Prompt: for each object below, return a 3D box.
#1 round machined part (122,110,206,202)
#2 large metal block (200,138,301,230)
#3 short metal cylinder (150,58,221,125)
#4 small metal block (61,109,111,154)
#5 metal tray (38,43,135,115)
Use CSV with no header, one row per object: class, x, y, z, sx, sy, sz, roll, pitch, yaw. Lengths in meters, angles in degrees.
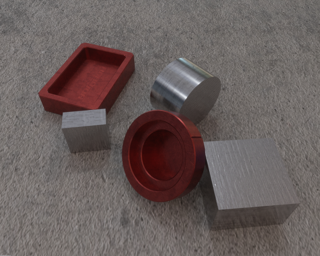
round machined part,0.008,0.030,0.344,0.098,0.097,0.042,44,23,30
large metal block,0.089,0.059,0.336,0.081,0.050,0.080,-3,50,-6
short metal cylinder,0.034,-0.044,0.405,0.080,0.080,0.050,-35,59,-26
small metal block,-0.089,0.004,0.382,0.050,0.050,0.025,-6,51,-5
metal tray,-0.102,-0.070,0.457,0.090,0.030,0.130,15,51,12
